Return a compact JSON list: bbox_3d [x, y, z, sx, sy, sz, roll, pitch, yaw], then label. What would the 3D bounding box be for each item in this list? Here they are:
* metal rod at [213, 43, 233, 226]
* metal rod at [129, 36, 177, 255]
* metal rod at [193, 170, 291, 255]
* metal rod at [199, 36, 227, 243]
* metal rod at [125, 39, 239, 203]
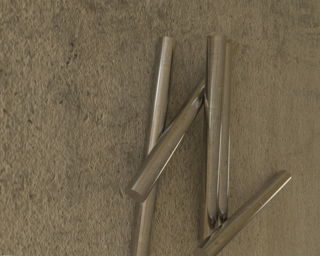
[{"bbox_3d":[0.088,0.031,0.448,0.025,0.025,0.298,-13,107,-39],"label":"metal rod"},{"bbox_3d":[-0.009,0.030,0.396,0.025,0.025,0.298,12,82,-39],"label":"metal rod"},{"bbox_3d":[0.149,0.129,0.501,0.302,0.025,0.025,-19,103,-47],"label":"metal rod"},{"bbox_3d":[0.071,0.028,0.427,0.025,0.025,0.298,-13,109,-39],"label":"metal rod"},{"bbox_3d":[0.044,-0.030,0.418,0.025,0.025,0.301,54,52,-26],"label":"metal rod"}]
